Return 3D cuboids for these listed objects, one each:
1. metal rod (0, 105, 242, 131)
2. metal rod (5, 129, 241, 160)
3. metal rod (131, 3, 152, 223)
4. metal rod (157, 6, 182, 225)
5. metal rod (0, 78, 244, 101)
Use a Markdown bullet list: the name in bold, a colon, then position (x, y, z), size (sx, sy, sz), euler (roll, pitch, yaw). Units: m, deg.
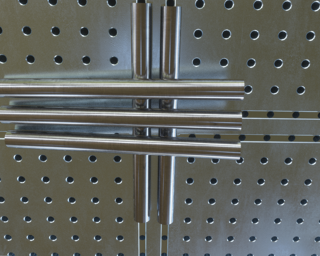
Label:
- **metal rod**: position (-0.054, -0.013, 0.386), size (0.302, 0.025, 0.025), euler (2, 110, 7)
- **metal rod**: position (-0.052, 0.020, 0.398), size (0.302, 0.025, 0.025), euler (2, 110, 7)
- **metal rod**: position (-0.024, -0.005, 0.411), size (0.025, 0.025, 0.298), euler (1, 110, -1)
- **metal rod**: position (0.011, -0.002, 0.413), size (0.025, 0.025, 0.298), euler (1, 110, -1)
- **metal rod**: position (-0.055, -0.047, 0.373), size (0.302, 0.025, 0.025), euler (1, 110, 7)
